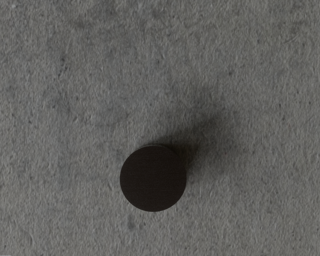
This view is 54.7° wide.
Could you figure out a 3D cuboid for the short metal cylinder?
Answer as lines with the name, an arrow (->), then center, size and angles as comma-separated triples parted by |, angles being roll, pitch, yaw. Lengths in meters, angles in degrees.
short metal cylinder -> -0.008, 0.061, 0.397 | 0.081, 0.050, 0.079 | 0, 90, -1
